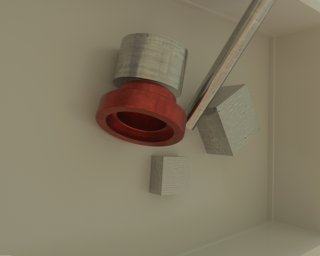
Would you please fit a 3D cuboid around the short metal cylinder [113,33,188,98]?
[{"bbox_3d":[-0.011,-0.069,0.364,0.080,0.080,0.050,18,79,-39],"label":"short metal cylinder"}]

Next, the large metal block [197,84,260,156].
[{"bbox_3d":[0.103,-0.013,0.479,0.081,0.050,0.080,-36,113,-34],"label":"large metal block"}]

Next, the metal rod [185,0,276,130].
[{"bbox_3d":[0.109,-0.125,0.393,0.025,0.025,0.298,13,117,-40],"label":"metal rod"}]

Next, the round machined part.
[{"bbox_3d":[-0.018,-0.018,0.347,0.098,0.098,0.042,31,59,-36],"label":"round machined part"}]

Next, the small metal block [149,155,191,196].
[{"bbox_3d":[0.014,0.063,0.421,0.050,0.025,0.050,6,86,-40],"label":"small metal block"}]
